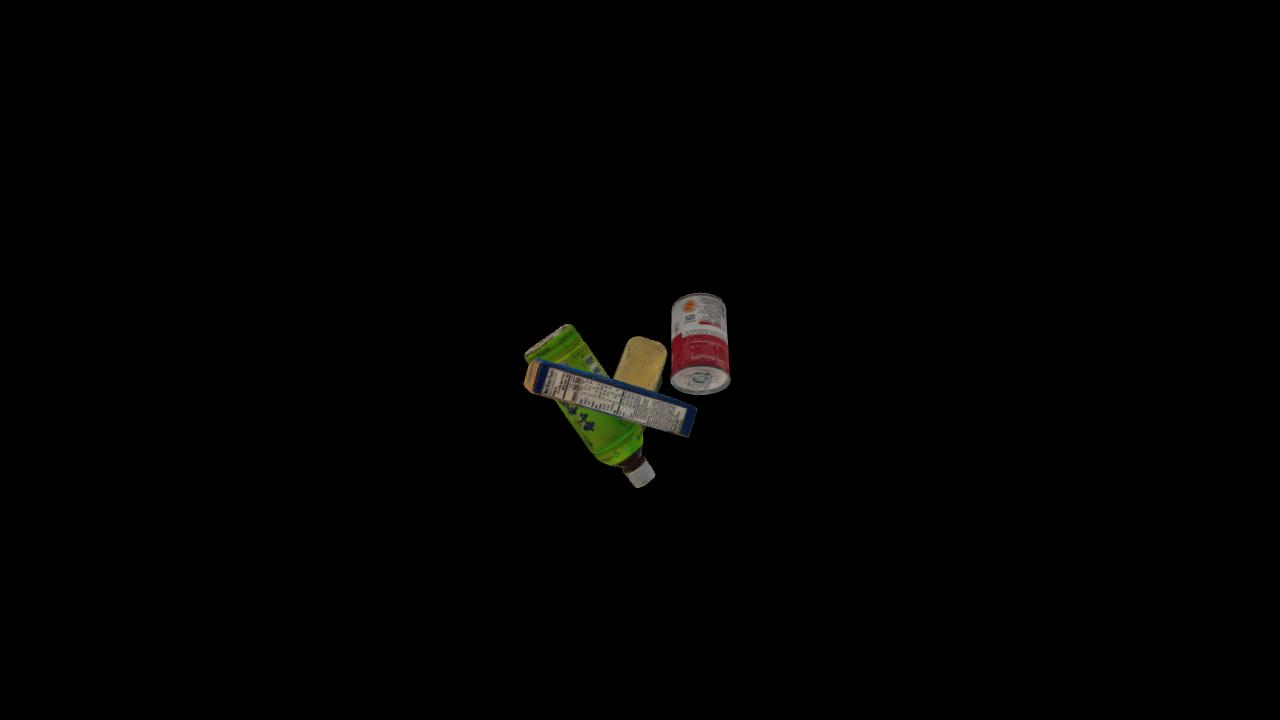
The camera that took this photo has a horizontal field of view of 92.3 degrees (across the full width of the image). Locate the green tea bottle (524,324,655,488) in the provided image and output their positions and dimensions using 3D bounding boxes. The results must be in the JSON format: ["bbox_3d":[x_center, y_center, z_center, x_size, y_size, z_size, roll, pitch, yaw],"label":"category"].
[{"bbox_3d":[-0.051,0.060,0.732,0.073,0.212,0.073,-34,8,5],"label":"green tea bottle"}]

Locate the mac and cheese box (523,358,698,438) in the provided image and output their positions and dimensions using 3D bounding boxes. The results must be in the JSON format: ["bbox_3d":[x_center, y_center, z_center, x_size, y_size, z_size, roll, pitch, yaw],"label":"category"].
[{"bbox_3d":[-0.035,0.041,0.698,0.184,0.041,0.093,17,0,-16],"label":"mac and cheese box"}]

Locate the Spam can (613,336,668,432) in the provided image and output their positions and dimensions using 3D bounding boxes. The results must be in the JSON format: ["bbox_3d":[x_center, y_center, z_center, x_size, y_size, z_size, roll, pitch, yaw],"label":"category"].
[{"bbox_3d":[-0.005,0.033,0.762,0.058,0.101,0.085,19,-24,3],"label":"Spam can"}]

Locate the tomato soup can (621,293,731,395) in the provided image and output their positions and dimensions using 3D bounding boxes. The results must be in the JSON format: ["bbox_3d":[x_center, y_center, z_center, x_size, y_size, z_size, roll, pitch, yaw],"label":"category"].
[{"bbox_3d":[0.069,-0.019,0.713,0.068,0.101,0.068,1,-30,1],"label":"tomato soup can"}]
